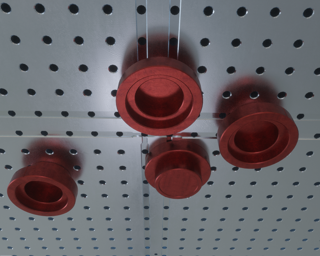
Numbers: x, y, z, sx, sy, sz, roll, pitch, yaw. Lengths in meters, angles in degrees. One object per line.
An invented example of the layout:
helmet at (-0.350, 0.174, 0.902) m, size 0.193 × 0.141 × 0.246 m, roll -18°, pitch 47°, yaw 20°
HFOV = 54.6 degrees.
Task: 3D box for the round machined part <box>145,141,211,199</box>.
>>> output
round machined part at (0.026, 0.068, 0.458) m, size 0.099 × 0.042 × 0.097 m, roll 0°, pitch 130°, yaw 0°

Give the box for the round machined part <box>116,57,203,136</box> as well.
round machined part at (-0.001, -0.041, 0.366) m, size 0.099 × 0.042 × 0.097 m, roll 0°, pitch 130°, yaw 0°

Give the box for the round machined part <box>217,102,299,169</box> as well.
round machined part at (0.124, 0.005, 0.406) m, size 0.099 × 0.042 × 0.097 m, roll 0°, pitch 130°, yaw 0°

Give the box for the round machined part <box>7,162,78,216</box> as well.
round machined part at (-0.175, 0.089, 0.475) m, size 0.099 × 0.042 × 0.097 m, roll 0°, pitch 130°, yaw 0°
